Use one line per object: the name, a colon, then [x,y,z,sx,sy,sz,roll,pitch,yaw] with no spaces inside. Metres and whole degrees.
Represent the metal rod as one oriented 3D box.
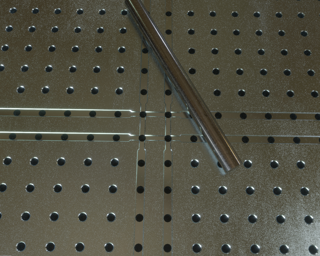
metal rod: [0.025,-0.074,0.438,0.025,0.025,0.299,-26,72,-9]
